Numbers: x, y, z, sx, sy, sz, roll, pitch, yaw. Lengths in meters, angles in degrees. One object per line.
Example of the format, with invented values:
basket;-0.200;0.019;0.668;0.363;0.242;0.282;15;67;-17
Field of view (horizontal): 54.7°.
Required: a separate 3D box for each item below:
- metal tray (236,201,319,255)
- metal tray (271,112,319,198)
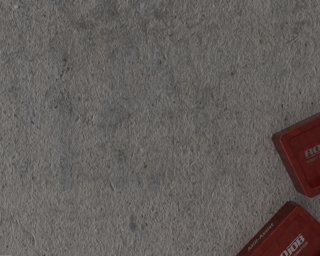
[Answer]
metal tray;0.166;0.174;0.408;0.090;0.030;0.130;43;90;0
metal tray;0.228;0.023;0.409;0.131;0.030;0.090;-26;90;0
